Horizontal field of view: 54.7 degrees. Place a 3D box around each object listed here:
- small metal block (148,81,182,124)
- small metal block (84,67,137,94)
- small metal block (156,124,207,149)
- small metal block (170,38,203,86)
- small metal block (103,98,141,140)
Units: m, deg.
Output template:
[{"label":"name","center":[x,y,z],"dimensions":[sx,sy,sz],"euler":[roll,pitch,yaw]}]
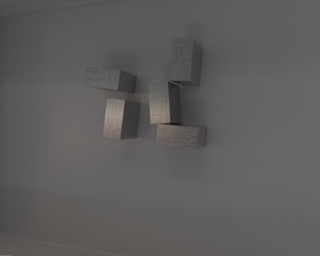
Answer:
[{"label":"small metal block","center":[0.008,-0.030,0.394],"dimensions":[0.025,0.050,0.050],"euler":[-4,89,20]},{"label":"small metal block","center":[-0.066,-0.064,0.421],"dimensions":[0.050,0.050,0.025],"euler":[9,93,20]},{"label":"small metal block","center":[0.028,0.010,0.387],"dimensions":[0.050,0.050,0.025],"euler":[5,92,20]},{"label":"small metal block","center":[0.034,-0.080,0.385],"dimensions":[0.025,0.050,0.050],"euler":[5,92,20]},{"label":"small metal block","center":[-0.050,-0.012,0.415],"dimensions":[0.025,0.050,0.050],"euler":[8,93,20]}]
